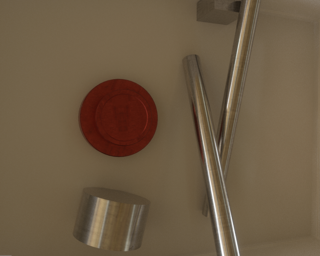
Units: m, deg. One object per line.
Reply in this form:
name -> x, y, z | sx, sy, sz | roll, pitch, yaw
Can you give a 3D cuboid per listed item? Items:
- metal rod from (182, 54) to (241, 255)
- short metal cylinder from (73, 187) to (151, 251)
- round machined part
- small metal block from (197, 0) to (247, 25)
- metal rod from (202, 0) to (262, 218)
metal rod -> 0.061, 0.042, 0.372 | 0.025, 0.025, 0.299 | 1, 66, -20
short metal cylinder -> -0.056, 0.104, 0.362 | 0.081, 0.080, 0.050 | 14, 86, -20
round machined part -> -0.049, -0.013, 0.384 | 0.099, 0.042, 0.097 | 0, 90, -21
small metal block -> 0.085, -0.166, 0.430 | 0.050, 0.050, 0.025 | 0, 90, -20
metal rod -> 0.095, -0.023, 0.419 | 0.025, 0.025, 0.298 | 6, 98, -20
